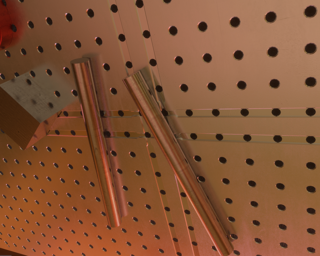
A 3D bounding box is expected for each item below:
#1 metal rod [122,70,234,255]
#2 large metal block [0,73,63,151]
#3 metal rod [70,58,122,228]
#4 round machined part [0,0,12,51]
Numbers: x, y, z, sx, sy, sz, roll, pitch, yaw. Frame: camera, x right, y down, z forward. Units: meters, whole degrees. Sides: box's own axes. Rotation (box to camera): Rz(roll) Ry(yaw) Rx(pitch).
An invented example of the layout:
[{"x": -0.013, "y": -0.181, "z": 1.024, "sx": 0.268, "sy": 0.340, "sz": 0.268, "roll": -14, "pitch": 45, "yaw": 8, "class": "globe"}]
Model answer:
[{"x": 0.032, "y": 0.060, "z": 0.429, "sx": 0.025, "sy": 0.025, "sz": 0.299, "roll": -17, "pitch": 110, "yaw": 34, "class": "metal rod"}, {"x": -0.214, "y": -0.025, "z": 0.490, "sx": 0.080, "sy": 0.050, "sz": 0.080, "roll": 44, "pitch": 129, "yaw": -3, "class": "large metal block"}, {"x": -0.093, "y": 0.040, "z": 0.483, "sx": 0.025, "sy": 0.025, "sz": 0.298, "roll": 8, "pitch": 122, "yaw": 23, "class": "metal rod"}, {"x": -0.266, "y": -0.153, "z": 0.442, "sx": 0.098, "sy": 0.042, "sz": 0.097, "roll": 13, "pitch": 124, "yaw": 20, "class": "round machined part"}]
